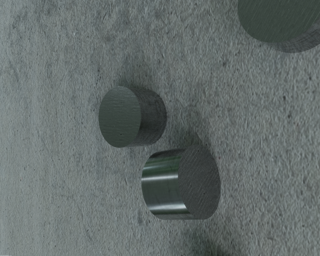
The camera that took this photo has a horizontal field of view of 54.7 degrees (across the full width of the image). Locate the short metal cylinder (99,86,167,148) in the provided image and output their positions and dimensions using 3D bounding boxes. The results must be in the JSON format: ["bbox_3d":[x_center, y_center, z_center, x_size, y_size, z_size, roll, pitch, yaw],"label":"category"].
[{"bbox_3d":[-0.038,-0.014,0.420,0.080,0.050,0.080,0,90,40],"label":"short metal cylinder"}]

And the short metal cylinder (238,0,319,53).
[{"bbox_3d":[0.121,-0.115,0.289,0.080,0.050,0.080,0,90,40],"label":"short metal cylinder"}]

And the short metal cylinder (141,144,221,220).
[{"bbox_3d":[0.025,0.062,0.348,0.050,0.081,0.080,-15,81,39],"label":"short metal cylinder"}]
